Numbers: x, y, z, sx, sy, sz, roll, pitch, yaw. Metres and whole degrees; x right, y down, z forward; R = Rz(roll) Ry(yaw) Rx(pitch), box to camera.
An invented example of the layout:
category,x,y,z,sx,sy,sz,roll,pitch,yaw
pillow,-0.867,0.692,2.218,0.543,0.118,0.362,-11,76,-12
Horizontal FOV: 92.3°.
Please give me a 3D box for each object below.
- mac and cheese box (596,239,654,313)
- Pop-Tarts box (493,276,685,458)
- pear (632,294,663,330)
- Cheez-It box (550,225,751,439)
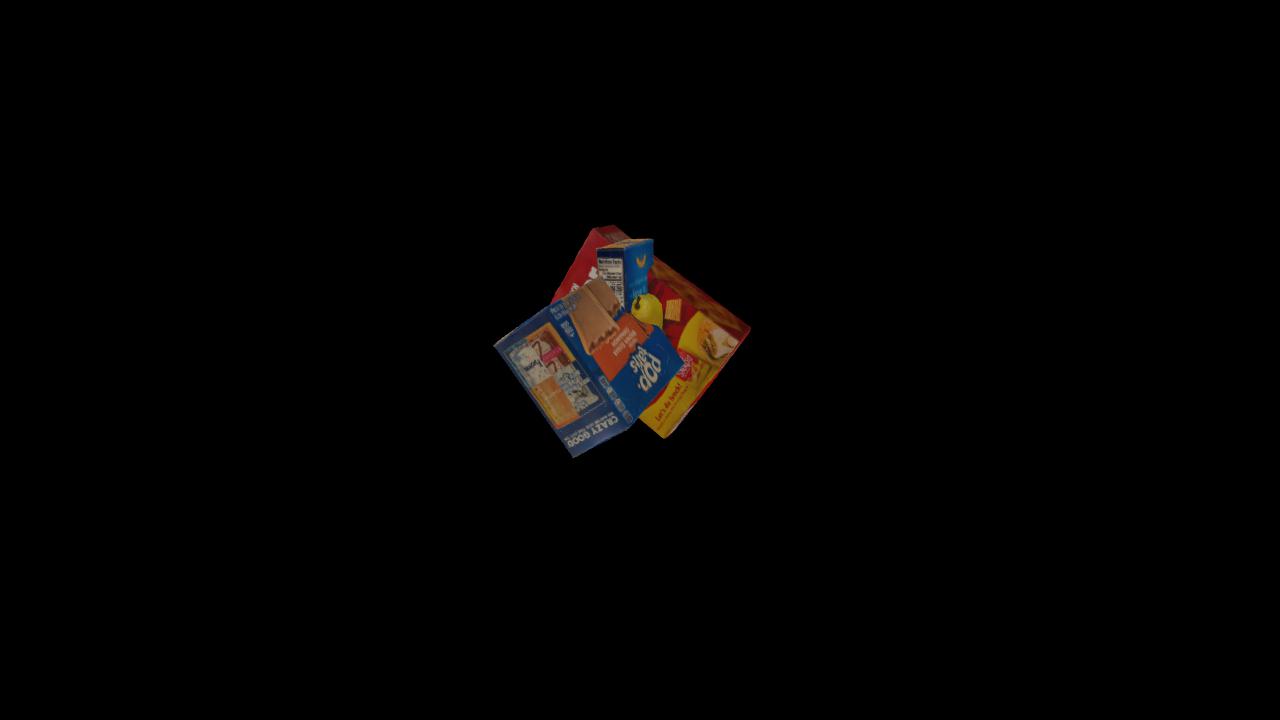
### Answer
category,x,y,z,sx,sy,sz,roll,pitch,yaw
mac and cheese box,-0.013,-0.044,0.716,0.041,0.184,0.093,4,18,22
Pop-Tarts box,-0.045,-0.005,0.658,0.083,0.141,0.167,-30,7,32
pear,-0.005,-0.049,0.710,0.080,0.080,0.111,0,0,6
Cheez-It box,-0.001,-0.036,0.767,0.223,0.166,0.071,38,27,8
